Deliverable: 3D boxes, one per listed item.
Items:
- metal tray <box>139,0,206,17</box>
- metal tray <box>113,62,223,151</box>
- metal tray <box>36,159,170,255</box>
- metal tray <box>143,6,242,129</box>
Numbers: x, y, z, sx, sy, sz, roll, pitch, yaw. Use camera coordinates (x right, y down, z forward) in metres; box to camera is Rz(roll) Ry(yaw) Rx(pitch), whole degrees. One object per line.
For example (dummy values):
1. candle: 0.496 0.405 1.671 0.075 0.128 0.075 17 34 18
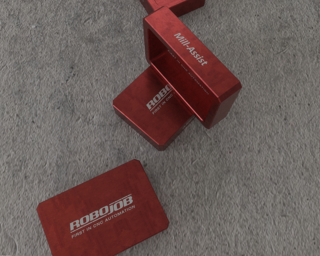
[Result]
1. metal tray: 0.003 -0.234 0.490 0.090 0.030 0.130 -27 72 -10
2. metal tray: 0.013 -0.044 0.422 0.090 0.030 0.130 41 75 13
3. metal tray: -0.066 0.105 0.367 0.131 0.030 0.090 -25 72 -9
4. metal tray: 0.032 -0.068 0.365 0.030 0.090 0.130 -36 74 -12
